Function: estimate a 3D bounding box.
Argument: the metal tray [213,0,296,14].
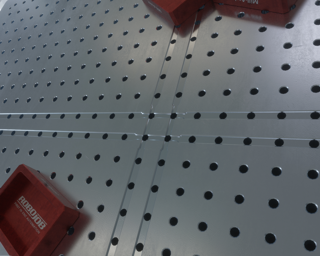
[{"bbox_3d":[0.150,-0.224,0.464,0.130,0.030,0.090,28,77,37],"label":"metal tray"}]

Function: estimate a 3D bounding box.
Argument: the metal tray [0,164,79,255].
[{"bbox_3d":[-0.182,0.118,0.429,0.130,0.030,0.090,28,77,37],"label":"metal tray"}]

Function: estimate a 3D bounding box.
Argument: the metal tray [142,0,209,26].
[{"bbox_3d":[0.025,-0.241,0.541,0.090,0.030,0.130,-40,51,1],"label":"metal tray"}]
